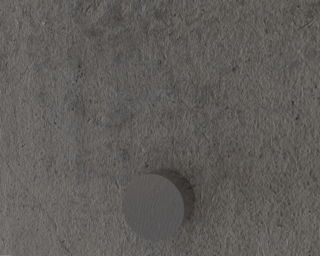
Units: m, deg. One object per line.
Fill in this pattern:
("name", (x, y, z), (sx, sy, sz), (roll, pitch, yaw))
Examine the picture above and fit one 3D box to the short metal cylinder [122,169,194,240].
("short metal cylinder", (-0.001, 0.095, 0.396), (0.080, 0.050, 0.080), (0, 90, 20))
